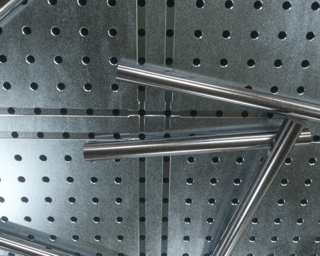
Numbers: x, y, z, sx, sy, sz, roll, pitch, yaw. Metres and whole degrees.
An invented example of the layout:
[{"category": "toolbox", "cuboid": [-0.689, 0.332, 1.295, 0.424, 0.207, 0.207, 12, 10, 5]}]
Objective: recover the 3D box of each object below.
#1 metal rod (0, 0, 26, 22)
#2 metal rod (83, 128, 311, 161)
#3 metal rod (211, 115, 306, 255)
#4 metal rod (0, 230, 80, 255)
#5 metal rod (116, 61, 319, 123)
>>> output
[{"category": "metal rod", "cuboid": [-0.129, -0.179, 0.345, 0.300, 0.025, 0.025, -34, 107, 11]}, {"category": "metal rod", "cuboid": [0.049, 0.022, 0.422, 0.302, 0.025, 0.025, -4, 110, 1]}, {"category": "metal rod", "cuboid": [0.123, 0.118, 0.442, 0.025, 0.025, 0.298, 16, 115, -6]}, {"category": "metal rod", "cuboid": [-0.191, 0.192, 0.481, 0.302, 0.025, 0.025, 22, 109, -9]}, {"category": "metal rod", "cuboid": [0.095, -0.042, 0.399, 0.302, 0.025, 0.025, 11, 110, -5]}]
